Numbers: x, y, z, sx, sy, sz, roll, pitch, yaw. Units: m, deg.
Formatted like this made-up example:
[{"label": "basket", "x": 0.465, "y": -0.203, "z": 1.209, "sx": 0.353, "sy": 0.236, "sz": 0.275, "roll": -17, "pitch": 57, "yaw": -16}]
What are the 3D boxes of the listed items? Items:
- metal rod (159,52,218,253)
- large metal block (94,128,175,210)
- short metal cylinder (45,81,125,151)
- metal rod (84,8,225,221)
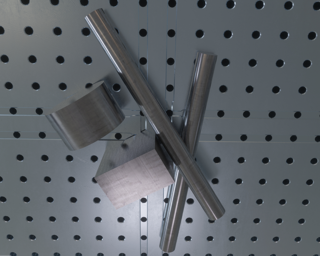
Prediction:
[{"label": "metal rod", "x": 0.035, "y": 0.047, "z": 0.430, "sx": 0.025, "sy": 0.025, "sz": 0.298, "roll": 8, "pitch": 110, "yaw": -3}, {"label": "large metal block", "x": -0.030, "y": 0.048, "z": 0.401, "sx": 0.080, "sy": 0.080, "sz": 0.050, "roll": -26, "pitch": 108, "yaw": 9}, {"label": "short metal cylinder", "x": -0.090, "y": -0.016, "z": 0.377, "sx": 0.080, "sy": 0.080, "sz": 0.050, "roll": -26, "pitch": 108, "yaw": 9}, {"label": "metal rod", "x": -0.001, "y": -0.009, "z": 0.391, "sx": 0.025, "sy": 0.025, "sz": 0.299, "roll": -30, "pitch": 101, "yaw": 10}]
